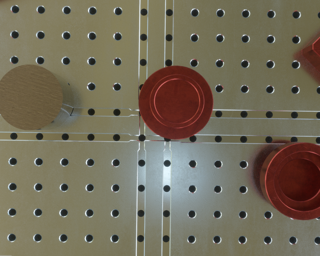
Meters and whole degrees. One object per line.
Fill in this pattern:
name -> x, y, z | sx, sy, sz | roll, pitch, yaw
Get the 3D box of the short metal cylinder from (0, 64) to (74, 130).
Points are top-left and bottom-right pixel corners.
short metal cylinder -> -0.158, -0.037, 0.399 | 0.081, 0.050, 0.079 | 0, 90, -1

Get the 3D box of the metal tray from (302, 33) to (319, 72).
metal tray -> 0.271, -0.119, 0.414 | 0.130, 0.030, 0.090 | -45, 91, 0

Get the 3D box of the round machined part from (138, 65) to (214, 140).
round machined part -> 0.021, -0.033, 0.405 | 0.099, 0.042, 0.097 | 0, 90, -1

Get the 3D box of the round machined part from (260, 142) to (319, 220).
round machined part -> 0.180, 0.066, 0.407 | 0.099, 0.042, 0.097 | 0, 90, -1
